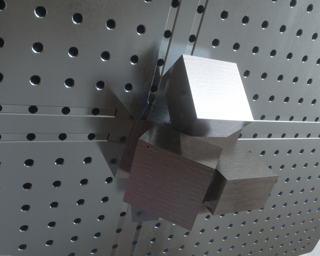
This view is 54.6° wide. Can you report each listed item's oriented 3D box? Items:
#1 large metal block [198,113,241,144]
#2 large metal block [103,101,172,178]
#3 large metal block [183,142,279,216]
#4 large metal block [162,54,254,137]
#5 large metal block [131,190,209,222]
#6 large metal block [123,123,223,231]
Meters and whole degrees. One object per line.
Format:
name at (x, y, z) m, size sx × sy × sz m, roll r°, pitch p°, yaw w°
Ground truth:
large metal block at (0.057, 0.021, 0.438) m, size 0.081 × 0.050 × 0.079 m, roll 3°, pitch 117°, yaw -30°
large metal block at (-0.017, 0.017, 0.396) m, size 0.081 × 0.050 × 0.080 m, roll 7°, pitch 115°, yaw -32°
large metal block at (0.085, 0.060, 0.393) m, size 0.081 × 0.080 × 0.050 m, roll 1°, pitch 118°, yaw -29°
large metal block at (0.056, -0.036, 0.374) m, size 0.081 × 0.080 × 0.050 m, roll 2°, pitch 156°, yaw -29°
large metal block at (0.011, 0.101, 0.436) m, size 0.081 × 0.050 × 0.080 m, roll 2°, pitch 162°, yaw -29°
large metal block at (0.014, 0.051, 0.339) m, size 0.080 × 0.050 × 0.079 m, roll 21°, pitch 115°, yaw 11°
